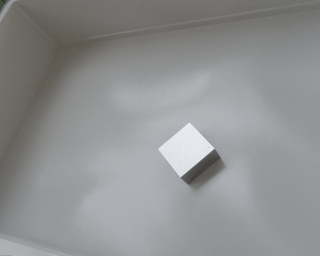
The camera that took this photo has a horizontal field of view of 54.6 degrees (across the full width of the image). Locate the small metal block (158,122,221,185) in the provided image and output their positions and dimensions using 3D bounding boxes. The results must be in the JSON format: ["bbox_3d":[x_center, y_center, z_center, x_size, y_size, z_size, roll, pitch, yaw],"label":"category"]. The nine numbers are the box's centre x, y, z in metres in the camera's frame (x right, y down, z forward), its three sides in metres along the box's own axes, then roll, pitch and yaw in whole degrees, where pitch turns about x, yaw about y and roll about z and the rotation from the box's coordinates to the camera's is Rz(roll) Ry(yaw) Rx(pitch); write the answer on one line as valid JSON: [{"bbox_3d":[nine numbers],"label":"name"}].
[{"bbox_3d":[0.034,0.030,0.370,0.050,0.025,0.050,-40,51,0],"label":"small metal block"}]
